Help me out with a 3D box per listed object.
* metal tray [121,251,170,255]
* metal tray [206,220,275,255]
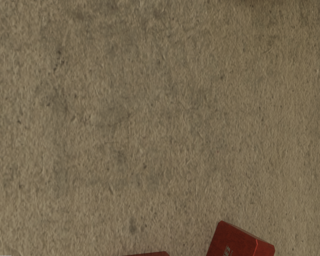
[{"bbox_3d":[-0.028,0.232,0.397,0.091,0.030,0.129,2,89,-21],"label":"metal tray"},{"bbox_3d":[0.091,0.200,0.409,0.030,0.090,0.130,26,81,-19],"label":"metal tray"}]
